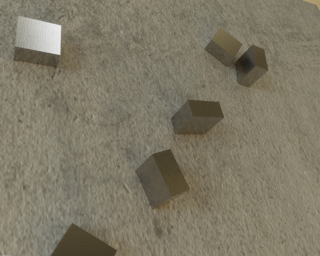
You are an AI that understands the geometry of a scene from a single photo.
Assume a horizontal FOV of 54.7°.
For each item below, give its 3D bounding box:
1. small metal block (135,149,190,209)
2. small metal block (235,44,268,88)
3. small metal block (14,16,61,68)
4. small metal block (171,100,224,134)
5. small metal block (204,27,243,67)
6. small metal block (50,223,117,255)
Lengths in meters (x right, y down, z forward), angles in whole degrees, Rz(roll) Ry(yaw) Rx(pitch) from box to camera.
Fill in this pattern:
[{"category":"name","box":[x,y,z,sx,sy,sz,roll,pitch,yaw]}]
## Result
[{"category":"small metal block","box":[0.001,0.059,0.354,0.025,0.050,0.050,-14,69,-34]},{"category":"small metal block","box":[0.159,-0.108,0.542,0.025,0.050,0.050,16,55,-20]},{"category":"small metal block","box":[-0.153,-0.107,0.388,0.050,0.025,0.050,6,59,-26]},{"category":"small metal block","box":[0.050,-0.014,0.425,0.050,0.050,0.025,1,62,-28]},{"category":"small metal block","box":[0.114,-0.146,0.557,0.050,0.025,0.050,37,51,-4]},{"category":"small metal block","box":[-0.077,0.126,0.287,0.050,0.025,0.050,34,51,-6]}]
